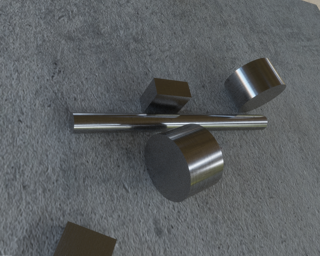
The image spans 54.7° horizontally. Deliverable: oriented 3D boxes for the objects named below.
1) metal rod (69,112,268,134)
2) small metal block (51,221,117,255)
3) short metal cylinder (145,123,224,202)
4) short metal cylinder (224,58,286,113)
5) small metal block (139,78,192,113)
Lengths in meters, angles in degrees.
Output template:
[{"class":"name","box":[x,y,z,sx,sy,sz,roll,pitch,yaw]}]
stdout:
[{"class":"metal rod","box":[0.031,-0.008,0.426,0.303,0.025,0.025,-1,62,-29]},{"class":"small metal block","box":[-0.075,0.123,0.289,0.050,0.025,0.050,26,52,-13]},{"class":"short metal cylinder","box":[0.026,0.039,0.360,0.050,0.080,0.080,-17,71,-35]},{"class":"short metal cylinder","box":[0.150,-0.066,0.492,0.081,0.080,0.050,-13,69,-34]},{"class":"small metal block","box":[0.006,-0.040,0.417,0.050,0.050,0.025,3,61,-27]}]
